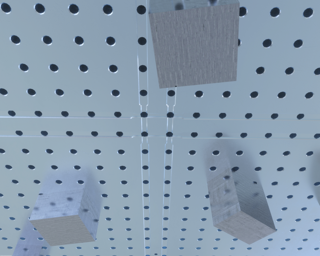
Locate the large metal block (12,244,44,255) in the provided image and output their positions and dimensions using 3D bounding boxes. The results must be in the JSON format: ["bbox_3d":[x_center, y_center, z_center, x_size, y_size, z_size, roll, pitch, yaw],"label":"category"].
[{"bbox_3d":[-0.269,0.292,0.622,0.050,0.080,0.079,6,130,-5],"label":"large metal block"}]

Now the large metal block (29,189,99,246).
[{"bbox_3d":[-0.157,0.152,0.523,0.080,0.050,0.080,-9,130,7],"label":"large metal block"}]

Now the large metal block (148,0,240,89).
[{"bbox_3d":[0.035,-0.091,0.318,0.080,0.050,0.080,-5,130,4],"label":"large metal block"}]

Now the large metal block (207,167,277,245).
[{"bbox_3d":[0.123,0.120,0.478,0.080,0.080,0.050,33,123,-25],"label":"large metal block"}]
